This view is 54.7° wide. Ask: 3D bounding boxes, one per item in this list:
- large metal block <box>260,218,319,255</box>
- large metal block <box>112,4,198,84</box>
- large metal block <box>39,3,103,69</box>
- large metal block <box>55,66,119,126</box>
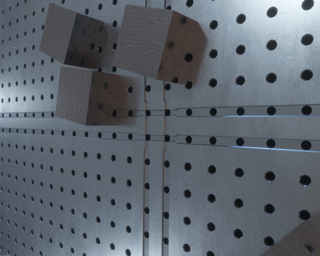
[{"bbox_3d":[0.130,0.145,0.285,0.080,0.050,0.080,51,120,27],"label":"large metal block"},{"bbox_3d":[-0.008,-0.107,0.398,0.080,0.050,0.079,24,105,37],"label":"large metal block"},{"bbox_3d":[-0.149,-0.152,0.513,0.080,0.050,0.079,31,109,35],"label":"large metal block"},{"bbox_3d":[-0.116,-0.050,0.486,0.080,0.050,0.079,15,99,38],"label":"large metal block"}]
